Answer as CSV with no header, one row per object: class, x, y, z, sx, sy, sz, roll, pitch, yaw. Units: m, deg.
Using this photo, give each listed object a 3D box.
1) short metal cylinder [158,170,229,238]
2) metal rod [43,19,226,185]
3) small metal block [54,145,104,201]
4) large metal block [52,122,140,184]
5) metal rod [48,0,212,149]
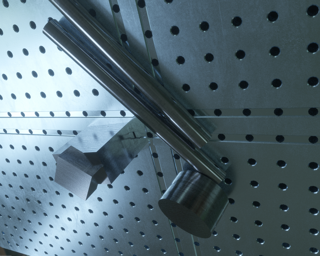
short metal cylinder,0.045,0.103,0.419,0.080,0.050,0.080,28,148,20
metal rod,-0.032,-0.032,0.408,0.300,0.025,0.025,42,129,-1
small metal block,-0.105,0.059,0.400,0.050,0.025,0.050,29,128,9
large metal block,-0.089,0.036,0.445,0.080,0.080,0.050,-5,116,30
metal rod,-0.050,-0.087,0.383,0.300,0.025,0.025,45,129,-3
